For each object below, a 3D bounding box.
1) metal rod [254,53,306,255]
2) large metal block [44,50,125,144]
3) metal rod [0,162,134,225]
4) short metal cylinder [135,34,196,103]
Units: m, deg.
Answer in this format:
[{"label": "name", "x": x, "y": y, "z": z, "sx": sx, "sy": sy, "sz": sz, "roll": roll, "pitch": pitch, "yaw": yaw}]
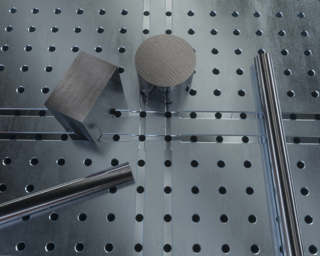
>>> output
[{"label": "metal rod", "x": 0.153, "y": 0.039, "z": 0.399, "sx": 0.025, "sy": 0.025, "sz": 0.299, "roll": -1, "pitch": 70, "yaw": -1}, {"label": "large metal block", "x": -0.091, "y": -0.036, "z": 0.395, "sx": 0.050, "sy": 0.080, "sz": 0.080, "roll": 25, "pitch": 72, "yaw": 8}, {"label": "metal rod", "x": -0.179, "y": 0.099, "z": 0.373, "sx": 0.302, "sy": 0.025, "sz": 0.025, "roll": -17, "pitch": 71, "yaw": -7}, {"label": "short metal cylinder", "x": 0.007, "y": -0.081, "z": 0.428, "sx": 0.081, "sy": 0.050, "sz": 0.080, "roll": 0, "pitch": 70, "yaw": 0}]
